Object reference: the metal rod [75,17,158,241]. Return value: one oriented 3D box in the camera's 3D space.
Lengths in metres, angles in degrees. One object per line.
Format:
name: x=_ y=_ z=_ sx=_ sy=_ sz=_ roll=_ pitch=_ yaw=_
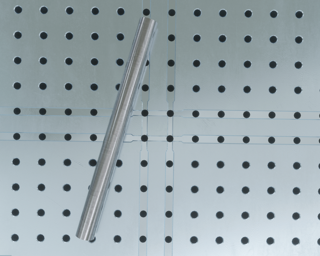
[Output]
metal rod: x=-0.057 y=0.001 z=0.412 sx=0.025 sy=0.025 sz=0.299 roll=17 pitch=90 yaw=0
